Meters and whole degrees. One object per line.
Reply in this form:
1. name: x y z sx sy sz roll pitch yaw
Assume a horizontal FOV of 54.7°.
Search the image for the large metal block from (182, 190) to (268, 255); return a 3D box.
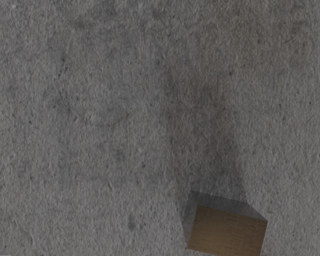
1. large metal block: 0.075 0.118 0.384 0.080 0.080 0.050 13 90 -1
